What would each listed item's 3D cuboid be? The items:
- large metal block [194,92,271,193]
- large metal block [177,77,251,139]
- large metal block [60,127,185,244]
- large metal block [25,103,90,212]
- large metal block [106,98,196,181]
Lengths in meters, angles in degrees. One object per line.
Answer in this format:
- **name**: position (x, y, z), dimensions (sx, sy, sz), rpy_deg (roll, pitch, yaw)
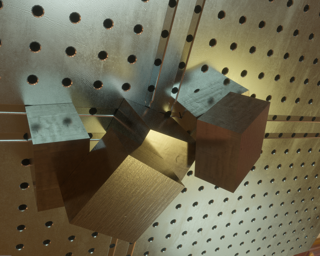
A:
- **large metal block**: position (0.084, 0.014, 0.363), dimensions (0.080, 0.050, 0.079), rpy_deg (-37, 137, -42)
- **large metal block**: position (0.079, -0.013, 0.432), dimensions (0.080, 0.050, 0.080), rpy_deg (-27, 128, -12)
- **large metal block**: position (-0.037, 0.059, 0.307), dimensions (0.080, 0.050, 0.080), rpy_deg (-49, 129, 6)
- **large metal block**: position (-0.111, 0.028, 0.332), dimensions (0.050, 0.080, 0.079), rpy_deg (-6, 121, -26)
- **large metal block**: position (-0.009, 0.014, 0.380), dimensions (0.080, 0.080, 0.050), rpy_deg (20, 108, -36)
